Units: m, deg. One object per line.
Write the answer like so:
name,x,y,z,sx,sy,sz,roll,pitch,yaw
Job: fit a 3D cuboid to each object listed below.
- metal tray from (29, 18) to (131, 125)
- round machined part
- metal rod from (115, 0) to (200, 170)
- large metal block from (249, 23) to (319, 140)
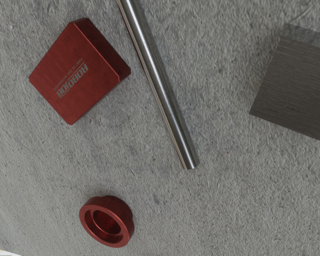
metal tray,-0.111,-0.071,0.417,0.130,0.030,0.090,-34,100,38
round machined part,-0.087,0.156,0.536,0.098,0.042,0.097,13,124,20
metal rod,-0.012,-0.081,0.361,0.025,0.025,0.299,-9,114,32
large metal block,0.141,-0.042,0.290,0.080,0.050,0.079,23,127,14
